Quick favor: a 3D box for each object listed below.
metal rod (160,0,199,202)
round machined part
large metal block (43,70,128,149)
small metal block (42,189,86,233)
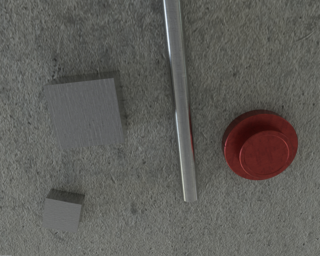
[{"bbox_3d":[0.027,-0.039,0.395,0.025,0.025,0.298,-6,110,2],"label":"metal rod"},{"bbox_3d":[0.135,0.028,0.413,0.099,0.042,0.097,0,110,-1],"label":"round machined part"},{"bbox_3d":[-0.088,-0.024,0.387,0.080,0.050,0.079,-6,110,2],"label":"large metal block"},{"bbox_3d":[-0.140,0.121,0.453,0.050,0.025,0.050,12,110,-5],"label":"small metal block"}]
